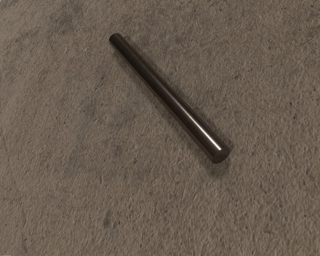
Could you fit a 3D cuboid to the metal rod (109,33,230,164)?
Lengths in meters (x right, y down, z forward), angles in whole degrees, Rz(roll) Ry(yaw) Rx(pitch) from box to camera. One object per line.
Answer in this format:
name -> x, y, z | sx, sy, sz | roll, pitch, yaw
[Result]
metal rod -> -0.004, -0.061, 0.441 | 0.025, 0.025, 0.300 | -39, 51, 1
